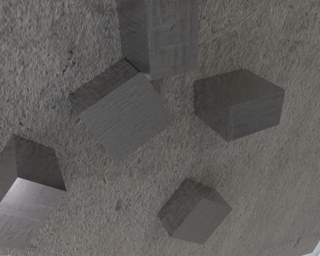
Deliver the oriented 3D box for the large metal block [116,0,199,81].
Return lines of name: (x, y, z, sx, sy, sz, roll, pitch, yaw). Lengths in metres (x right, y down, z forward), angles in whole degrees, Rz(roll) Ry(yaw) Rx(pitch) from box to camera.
large metal block: (-0.005, -0.103, 0.305, 0.050, 0.080, 0.079, -16, 125, -19)

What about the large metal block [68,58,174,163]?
large metal block: (-0.043, -0.021, 0.354, 0.080, 0.050, 0.080, -36, 129, -5)

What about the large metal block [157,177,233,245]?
large metal block: (0.057, 0.137, 0.506, 0.080, 0.050, 0.080, 28, 103, -38)

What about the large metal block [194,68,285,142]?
large metal block: (0.099, -0.033, 0.405, 0.081, 0.080, 0.050, -17, 125, -19)

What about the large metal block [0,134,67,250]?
large metal block: (-0.151, 0.066, 0.330, 0.050, 0.080, 0.080, 30, 102, -38)
